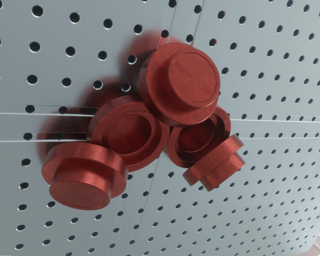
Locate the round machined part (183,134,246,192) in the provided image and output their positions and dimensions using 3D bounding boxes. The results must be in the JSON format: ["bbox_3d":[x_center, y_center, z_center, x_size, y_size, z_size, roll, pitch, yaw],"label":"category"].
[{"bbox_3d":[0.084,0.055,0.447,0.098,0.042,0.098,-36,167,-9],"label":"round machined part"}]

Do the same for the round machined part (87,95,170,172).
[{"bbox_3d":[-0.041,0.004,0.380,0.099,0.042,0.097,-14,125,-21],"label":"round machined part"}]

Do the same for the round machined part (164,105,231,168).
[{"bbox_3d":[0.045,0.004,0.429,0.099,0.042,0.097,-14,125,-21],"label":"round machined part"}]

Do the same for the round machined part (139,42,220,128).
[{"bbox_3d":[0.029,-0.052,0.352,0.099,0.042,0.098,6,78,-28],"label":"round machined part"}]

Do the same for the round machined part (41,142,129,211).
[{"bbox_3d":[-0.088,0.062,0.361,0.099,0.042,0.097,3,140,3],"label":"round machined part"}]
